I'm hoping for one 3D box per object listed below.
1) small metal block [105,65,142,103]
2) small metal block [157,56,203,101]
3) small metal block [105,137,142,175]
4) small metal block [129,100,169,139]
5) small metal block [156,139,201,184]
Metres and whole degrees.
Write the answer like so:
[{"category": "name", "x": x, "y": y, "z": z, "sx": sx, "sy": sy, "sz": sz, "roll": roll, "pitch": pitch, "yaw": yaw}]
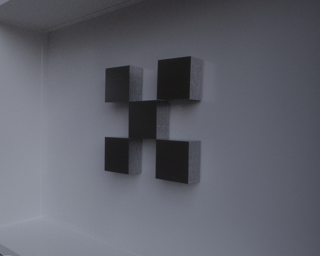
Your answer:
[{"category": "small metal block", "x": -0.053, "y": -0.062, "z": 0.448, "sx": 0.050, "sy": 0.025, "sz": 0.050, "roll": 2, "pitch": 92, "yaw": 40}, {"category": "small metal block", "x": 0.024, "y": -0.060, "z": 0.384, "sx": 0.050, "sy": 0.025, "sz": 0.050, "roll": 3, "pitch": 92, "yaw": 40}, {"category": "small metal block", "x": -0.054, "y": 0.038, "z": 0.449, "sx": 0.050, "sy": 0.025, "sz": 0.050, "roll": 1, "pitch": 91, "yaw": 40}, {"category": "small metal block", "x": -0.015, "y": -0.011, "z": 0.417, "sx": 0.050, "sy": 0.025, "sz": 0.050, "roll": 1, "pitch": 91, "yaw": 40}, {"category": "small metal block", "x": 0.022, "y": 0.040, "z": 0.386, "sx": 0.050, "sy": 0.025, "sz": 0.050, "roll": 2, "pitch": 91, "yaw": 40}]
